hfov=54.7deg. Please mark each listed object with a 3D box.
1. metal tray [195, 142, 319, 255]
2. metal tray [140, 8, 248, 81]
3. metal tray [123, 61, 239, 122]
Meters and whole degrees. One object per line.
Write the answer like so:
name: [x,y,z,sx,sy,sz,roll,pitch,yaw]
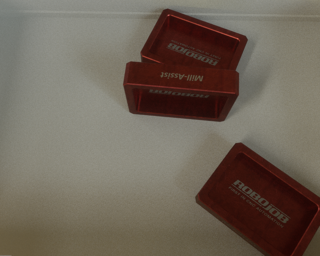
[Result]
metal tray: [0.121,0.091,0.375,0.130,0.030,0.090,36,74,12]
metal tray: [0.049,-0.110,0.447,0.131,0.030,0.090,22,71,7]
metal tray: [0.025,-0.043,0.390,0.131,0.090,0.030,5,70,1]
